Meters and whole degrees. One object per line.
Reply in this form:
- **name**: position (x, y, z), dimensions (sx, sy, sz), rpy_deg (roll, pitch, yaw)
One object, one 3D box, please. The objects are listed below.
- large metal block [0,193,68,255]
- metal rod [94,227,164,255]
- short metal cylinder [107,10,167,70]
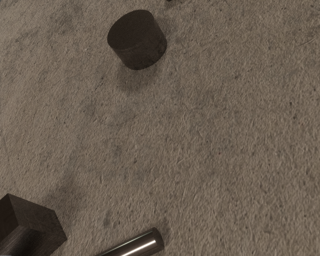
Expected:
- **large metal block**: position (-0.177, 0.136, 0.376), dimensions (0.080, 0.080, 0.050), rpy_deg (-43, 51, -1)
- **metal rod**: position (-0.132, 0.188, 0.355), dimensions (0.301, 0.025, 0.025), rpy_deg (-28, 52, 9)
- **short metal cylinder**: position (-0.036, -0.139, 0.490), dimensions (0.080, 0.050, 0.080), rpy_deg (-13, 56, 20)
